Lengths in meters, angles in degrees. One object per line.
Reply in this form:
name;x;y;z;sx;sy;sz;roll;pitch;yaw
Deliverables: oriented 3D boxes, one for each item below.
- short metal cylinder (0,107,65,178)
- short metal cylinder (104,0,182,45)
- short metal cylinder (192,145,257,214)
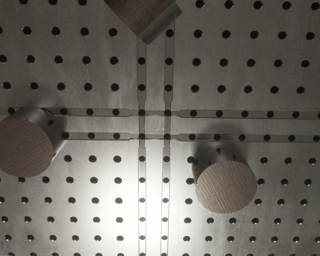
short metal cylinder;-0.172;0.017;0.404;0.081;0.050;0.079;0;110;-1
short metal cylinder;-0.021;-0.137;0.333;0.050;0.080;0.080;-42;105;13
short metal cylinder;0.086;0.070;0.427;0.081;0.050;0.079;0;110;-1
